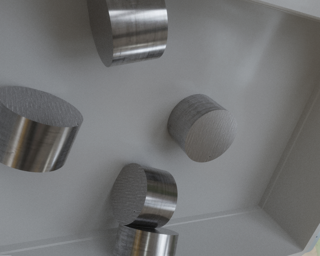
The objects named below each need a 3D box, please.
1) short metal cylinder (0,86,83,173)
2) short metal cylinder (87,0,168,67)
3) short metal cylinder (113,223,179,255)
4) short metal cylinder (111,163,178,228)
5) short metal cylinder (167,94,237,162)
[{"bbox_3d":[-0.124,0.000,0.305,0.081,0.080,0.050,15,111,-34],"label":"short metal cylinder"},{"bbox_3d":[-0.033,-0.101,0.292,0.050,0.080,0.079,-15,125,-20],"label":"short metal cylinder"},{"bbox_3d":[-0.019,0.157,0.407,0.080,0.080,0.050,19,76,-36],"label":"short metal cylinder"},{"bbox_3d":[-0.022,0.091,0.417,0.050,0.080,0.080,20,108,-36],"label":"short metal cylinder"},{"bbox_3d":[0.057,0.000,0.424,0.081,0.050,0.079,-14,124,-21],"label":"short metal cylinder"}]
